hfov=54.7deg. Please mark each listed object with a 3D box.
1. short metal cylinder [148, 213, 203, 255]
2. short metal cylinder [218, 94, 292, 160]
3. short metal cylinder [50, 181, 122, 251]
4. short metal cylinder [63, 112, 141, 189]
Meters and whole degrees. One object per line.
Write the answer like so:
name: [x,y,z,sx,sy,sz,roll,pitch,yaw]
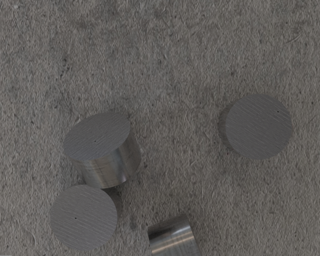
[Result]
short metal cylinder: [0.023,0.152,0.383,0.050,0.080,0.080,-21,90,0]
short metal cylinder: [0.119,-0.002,0.398,0.081,0.050,0.080,0,90,0]
short metal cylinder: [-0.091,0.108,0.397,0.081,0.050,0.080,0,90,0]
short metal cylinder: [-0.068,0.026,0.375,0.080,0.080,0.050,-16,130,0]
